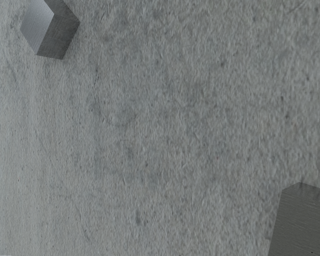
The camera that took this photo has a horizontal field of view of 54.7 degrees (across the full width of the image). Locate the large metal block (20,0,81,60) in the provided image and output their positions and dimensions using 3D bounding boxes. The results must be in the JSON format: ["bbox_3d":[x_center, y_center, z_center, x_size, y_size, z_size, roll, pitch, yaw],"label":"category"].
[{"bbox_3d":[-0.196,-0.180,0.547,0.080,0.050,0.080,51,120,27],"label":"large metal block"}]

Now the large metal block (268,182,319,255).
[{"bbox_3d":[0.146,0.101,0.268,0.080,0.050,0.079,15,100,38],"label":"large metal block"}]
